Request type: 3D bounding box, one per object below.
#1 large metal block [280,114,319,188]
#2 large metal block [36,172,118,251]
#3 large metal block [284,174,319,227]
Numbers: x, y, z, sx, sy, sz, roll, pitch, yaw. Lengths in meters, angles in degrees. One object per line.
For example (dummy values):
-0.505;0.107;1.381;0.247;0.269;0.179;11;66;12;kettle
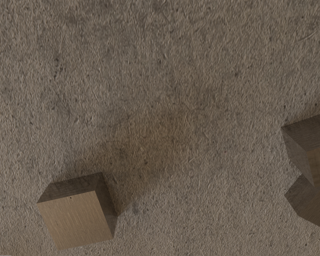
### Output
0.212;0.022;0.390;0.080;0.080;0.050;-19;109;7;large metal block
-0.113;0.117;0.438;0.080;0.050;0.080;-13;110;5;large metal block
0.240;0.095;0.433;0.080;0.050;0.080;28;108;-10;large metal block
